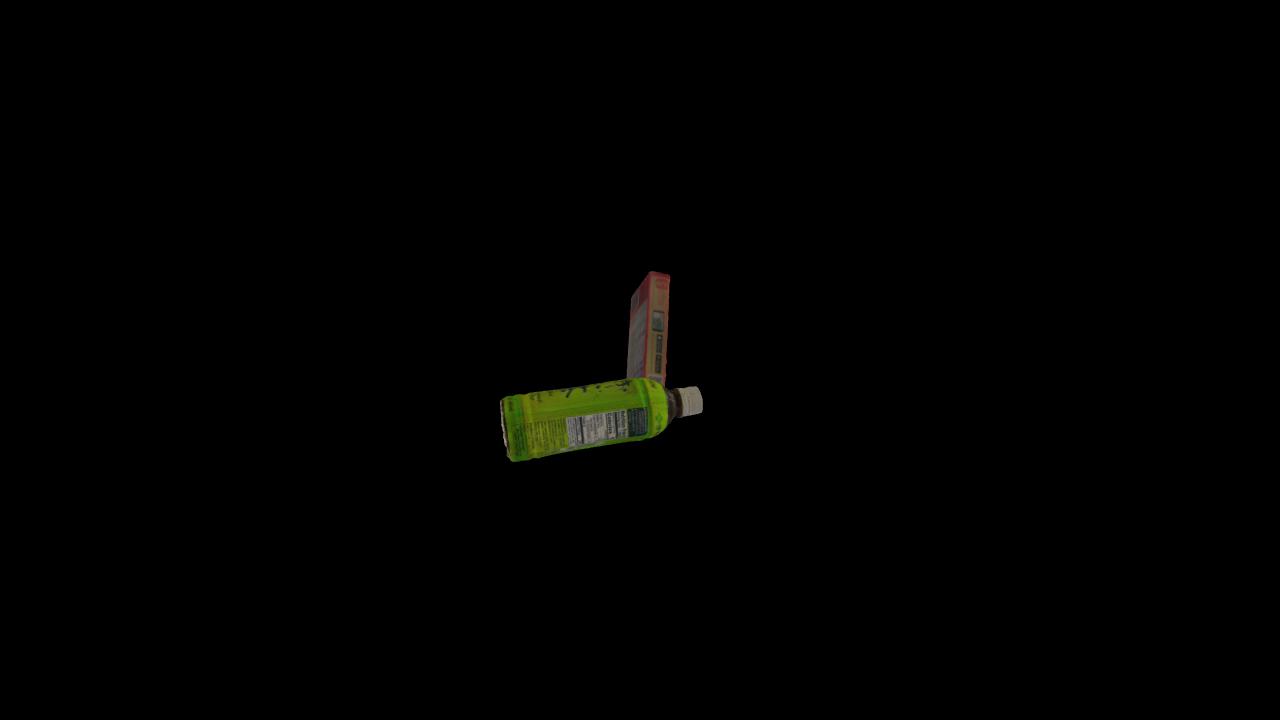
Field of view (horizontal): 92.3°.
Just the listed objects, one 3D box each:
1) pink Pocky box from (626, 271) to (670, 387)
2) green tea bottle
[{"bbox_3d":[0.008,-0.018,0.731,0.029,0.155,0.084,8,-20,-14],"label":"pink Pocky box"},{"bbox_3d":[-0.038,0.059,0.651,0.212,0.073,0.073,-6,1,-11],"label":"green tea bottle"}]
